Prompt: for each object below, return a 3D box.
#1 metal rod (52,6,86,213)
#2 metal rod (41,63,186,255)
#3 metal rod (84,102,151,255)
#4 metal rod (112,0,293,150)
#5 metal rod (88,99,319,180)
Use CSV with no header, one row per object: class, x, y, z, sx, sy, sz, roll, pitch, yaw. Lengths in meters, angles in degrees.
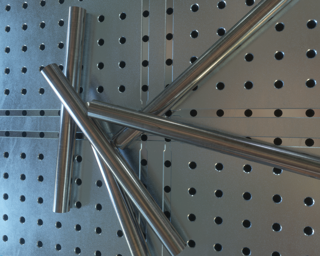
metal rod,-0.134,-0.025,0.458,0.025,0.025,0.298,6,92,19
metal rod,-0.064,0.039,0.414,0.025,0.025,0.299,-38,86,16
metal rod,-0.053,0.104,0.430,0.025,0.025,0.299,-25,82,18
metal rod,0.051,-0.074,0.393,0.299,0.025,0.025,-41,77,15
metal rod,0.054,0.012,0.375,0.301,0.025,0.025,15,95,12
